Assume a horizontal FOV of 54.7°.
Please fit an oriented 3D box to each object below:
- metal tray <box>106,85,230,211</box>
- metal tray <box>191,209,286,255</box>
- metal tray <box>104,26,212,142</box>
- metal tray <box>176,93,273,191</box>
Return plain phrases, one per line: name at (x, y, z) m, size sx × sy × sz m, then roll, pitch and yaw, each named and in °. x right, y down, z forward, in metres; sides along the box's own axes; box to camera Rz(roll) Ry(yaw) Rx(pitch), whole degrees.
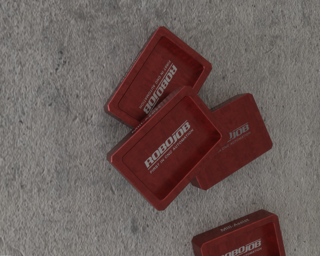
metal tray at (0.013, 0.023, 0.378) m, size 0.130 × 0.030 × 0.090 m, roll -45°, pitch 104°, yaw -14°
metal tray at (0.118, 0.183, 0.449) m, size 0.131 × 0.030 × 0.089 m, roll -14°, pitch 95°, yaw -20°
metal tray at (-0.001, -0.053, 0.405) m, size 0.090 × 0.030 × 0.130 m, roll 34°, pitch 79°, yaw -17°
metal tray at (0.088, 0.017, 0.439) m, size 0.131 × 0.030 × 0.090 m, roll -28°, pitch 100°, yaw -18°
